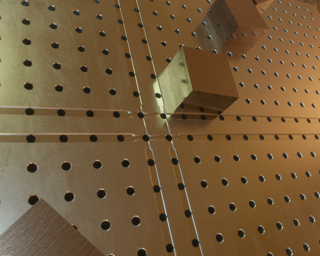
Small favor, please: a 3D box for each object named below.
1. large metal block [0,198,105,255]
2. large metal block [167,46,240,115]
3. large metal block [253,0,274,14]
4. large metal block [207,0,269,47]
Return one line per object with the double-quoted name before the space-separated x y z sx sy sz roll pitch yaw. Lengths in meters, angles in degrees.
"large metal block" -0.105 0.122 0.262 0.080 0.050 0.080 43 51 1
"large metal block" 0.064 -0.071 0.472 0.081 0.050 0.080 5 59 -26
"large metal block" 0.189 -0.285 0.671 0.081 0.050 0.080 -30 79 -38
"large metal block" 0.151 -0.208 0.603 0.081 0.050 0.080 -7 65 -32
